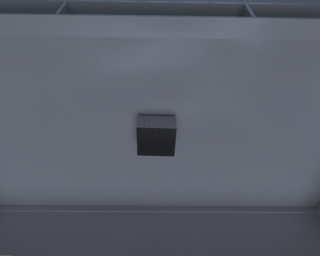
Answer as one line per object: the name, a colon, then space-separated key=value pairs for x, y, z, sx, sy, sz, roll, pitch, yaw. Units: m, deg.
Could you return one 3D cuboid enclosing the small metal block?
small metal block: x=-0.005 y=0.011 z=0.413 sx=0.050 sy=0.025 sz=0.050 roll=1 pitch=130 yaw=-1
